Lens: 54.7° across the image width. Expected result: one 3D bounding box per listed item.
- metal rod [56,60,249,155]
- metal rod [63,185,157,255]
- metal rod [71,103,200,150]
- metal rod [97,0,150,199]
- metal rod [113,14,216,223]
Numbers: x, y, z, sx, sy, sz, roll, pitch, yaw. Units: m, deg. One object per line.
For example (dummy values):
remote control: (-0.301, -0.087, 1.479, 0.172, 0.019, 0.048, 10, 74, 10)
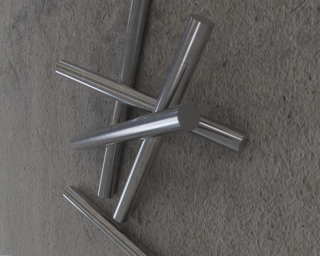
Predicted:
metal rod: (-0.030, -0.038, 0.404, 0.300, 0.025, 0.025, 25, 106, 29)
metal rod: (-0.047, 0.164, 0.444, 0.300, 0.025, 0.025, 26, 107, 37)
metal rod: (-0.056, 0.008, 0.396, 0.299, 0.025, 0.025, -12, 82, 56)
metal rod: (-0.054, -0.042, 0.449, 0.025, 0.025, 0.298, 19, 102, 38)
metal rod: (-0.008, 0.014, 0.371, 0.025, 0.025, 0.298, 45, 129, 30)
